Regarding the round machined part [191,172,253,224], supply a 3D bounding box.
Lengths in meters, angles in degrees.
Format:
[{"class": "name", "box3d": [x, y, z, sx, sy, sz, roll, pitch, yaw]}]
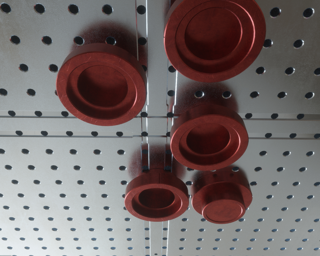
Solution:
[{"class": "round machined part", "box3d": [0.101, 0.119, 0.502, 0.099, 0.042, 0.097, 0, 130, 0]}]

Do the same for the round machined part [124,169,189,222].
[{"class": "round machined part", "box3d": [-0.005, 0.102, 0.487, 0.099, 0.042, 0.097, 0, 130, 0]}]

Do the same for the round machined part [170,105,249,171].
[{"class": "round machined part", "box3d": [0.062, 0.008, 0.408, 0.099, 0.042, 0.097, 0, 130, 0]}]

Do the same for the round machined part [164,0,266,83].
[{"class": "round machined part", "box3d": [0.053, -0.099, 0.317, 0.099, 0.042, 0.097, 0, 130, 0]}]

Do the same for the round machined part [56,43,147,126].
[{"class": "round machined part", "box3d": [-0.064, -0.052, 0.355, 0.099, 0.042, 0.097, 0, 130, 0]}]
